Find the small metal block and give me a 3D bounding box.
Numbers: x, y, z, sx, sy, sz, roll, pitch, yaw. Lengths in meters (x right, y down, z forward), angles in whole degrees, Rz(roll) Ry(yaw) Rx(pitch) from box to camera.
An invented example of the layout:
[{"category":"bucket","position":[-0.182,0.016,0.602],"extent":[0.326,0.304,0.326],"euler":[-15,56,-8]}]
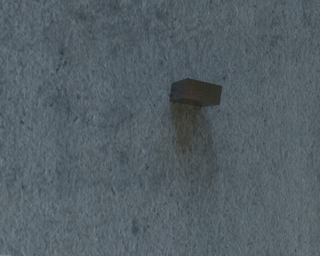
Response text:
[{"category":"small metal block","position":[0.047,-0.046,0.412],"extent":[0.050,0.050,0.025],"euler":[9,87,-20]}]
